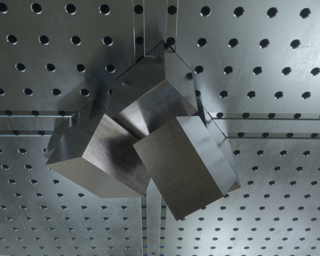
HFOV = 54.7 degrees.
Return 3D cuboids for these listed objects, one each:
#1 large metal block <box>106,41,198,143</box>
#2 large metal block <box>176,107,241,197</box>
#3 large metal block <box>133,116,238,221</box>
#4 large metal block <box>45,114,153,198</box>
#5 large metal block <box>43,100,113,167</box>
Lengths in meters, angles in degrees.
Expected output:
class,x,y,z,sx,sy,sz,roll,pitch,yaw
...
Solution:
class,x,y,z,sx,sy,sz,roll,pitch,yaw
large metal block,-0.009,-0.037,0.342,0.080,0.080,0.050,-34,123,25
large metal block,0.058,0.034,0.403,0.050,0.080,0.080,-27,125,21
large metal block,0.029,0.035,0.313,0.050,0.080,0.080,-34,80,20
large metal block,-0.063,0.036,0.338,0.080,0.050,0.080,-15,134,46
large metal block,-0.090,0.023,0.413,0.080,0.050,0.080,-32,124,24
